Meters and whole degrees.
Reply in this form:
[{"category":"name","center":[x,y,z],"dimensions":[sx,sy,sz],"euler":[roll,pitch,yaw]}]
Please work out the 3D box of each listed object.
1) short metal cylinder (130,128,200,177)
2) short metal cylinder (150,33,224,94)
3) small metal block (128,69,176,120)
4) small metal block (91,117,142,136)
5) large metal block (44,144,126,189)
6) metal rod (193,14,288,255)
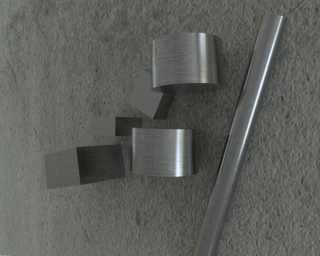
[{"category":"short metal cylinder","center":[0.006,0.025,0.362],"dimensions":[0.080,0.081,0.050],"euler":[2,92,39]},{"category":"short metal cylinder","center":[0.030,-0.068,0.343],"dimensions":[0.080,0.081,0.050],"euler":[-3,89,39]},{"category":"small metal block","center":[-0.009,-0.045,0.411],"dimensions":[0.050,0.025,0.050],"euler":[35,111,34]},{"category":"small metal block","center":[-0.061,-0.003,0.437],"dimensions":[0.050,0.050,0.025],"euler":[2,91,39]},{"category":"large metal block","center":[-0.111,0.057,0.458],"dimensions":[0.080,0.081,0.050],"euler":[-14,81,39]},{"category":"metal rod","center":[0.080,0.032,0.337],"dimensions":[0.025,0.025,0.298],"euler":[22,104,37]}]
